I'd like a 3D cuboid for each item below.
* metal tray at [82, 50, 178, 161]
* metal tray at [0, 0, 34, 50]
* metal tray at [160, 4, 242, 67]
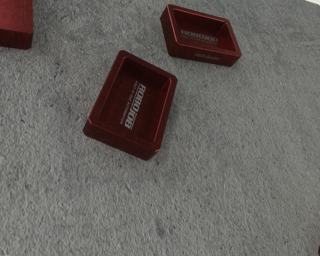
[{"bbox_3d":[-0.033,-0.033,0.401,0.090,0.030,0.130,25,53,-13],"label":"metal tray"},{"bbox_3d":[-0.209,-0.163,0.386,0.091,0.030,0.130,2,61,-27],"label":"metal tray"},{"bbox_3d":[0.071,-0.158,0.534,0.131,0.030,0.090,3,60,-27],"label":"metal tray"}]
